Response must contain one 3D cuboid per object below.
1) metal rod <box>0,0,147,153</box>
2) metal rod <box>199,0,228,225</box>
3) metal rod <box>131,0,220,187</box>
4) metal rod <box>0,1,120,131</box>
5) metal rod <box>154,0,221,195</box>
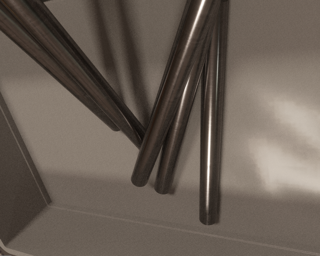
[{"bbox_3d":[-0.073,-0.051,0.318,0.025,0.025,0.300,3,151,27],"label":"metal rod"},{"bbox_3d":[0.062,0.004,0.377,0.025,0.025,0.298,10,123,22],"label":"metal rod"},{"bbox_3d":[0.004,-0.020,0.343,0.025,0.025,0.298,30,138,9],"label":"metal rod"},{"bbox_3d":[-0.111,-0.070,0.312,0.025,0.025,0.300,6,157,25],"label":"metal rod"},{"bbox_3d":[0.024,-0.021,0.362,0.025,0.025,0.298,23,133,14],"label":"metal rod"}]
